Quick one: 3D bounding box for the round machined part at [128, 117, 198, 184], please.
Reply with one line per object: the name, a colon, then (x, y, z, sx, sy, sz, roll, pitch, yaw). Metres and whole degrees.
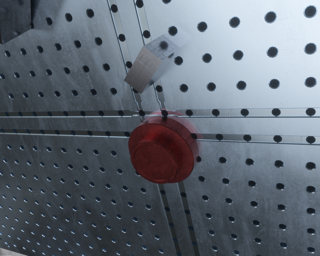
round machined part: (-0.001, 0.037, 0.422, 0.098, 0.042, 0.097, 13, 124, 20)

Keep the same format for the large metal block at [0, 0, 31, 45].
large metal block: (-0.214, -0.168, 0.391, 0.080, 0.050, 0.080, 35, 142, 4)

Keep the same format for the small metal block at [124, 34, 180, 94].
small metal block: (-0.009, -0.073, 0.353, 0.025, 0.050, 0.050, 39, 129, 2)
